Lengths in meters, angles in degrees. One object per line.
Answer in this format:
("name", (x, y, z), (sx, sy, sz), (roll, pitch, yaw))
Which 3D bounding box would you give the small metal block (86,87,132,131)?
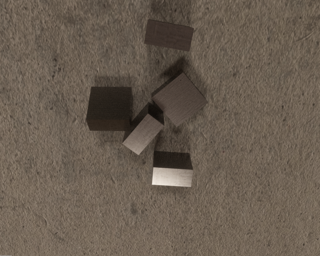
("small metal block", (-0.061, -0.024, 0.384), (0.050, 0.050, 0.025), (1, 147, -1))

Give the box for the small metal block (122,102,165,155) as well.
("small metal block", (-0.021, -0.001, 0.396), (0.025, 0.050, 0.050), (38, 106, -14))

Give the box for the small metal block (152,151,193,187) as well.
("small metal block", (0.016, 0.054, 0.417), (0.050, 0.050, 0.025), (4, 110, -2))

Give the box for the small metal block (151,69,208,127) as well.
("small metal block", (0.025, -0.039, 0.396), (0.050, 0.025, 0.050), (-38, 106, 12))

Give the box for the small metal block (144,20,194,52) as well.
("small metal block", (0.009, -0.108, 0.357), (0.050, 0.050, 0.025), (9, 110, -4))
